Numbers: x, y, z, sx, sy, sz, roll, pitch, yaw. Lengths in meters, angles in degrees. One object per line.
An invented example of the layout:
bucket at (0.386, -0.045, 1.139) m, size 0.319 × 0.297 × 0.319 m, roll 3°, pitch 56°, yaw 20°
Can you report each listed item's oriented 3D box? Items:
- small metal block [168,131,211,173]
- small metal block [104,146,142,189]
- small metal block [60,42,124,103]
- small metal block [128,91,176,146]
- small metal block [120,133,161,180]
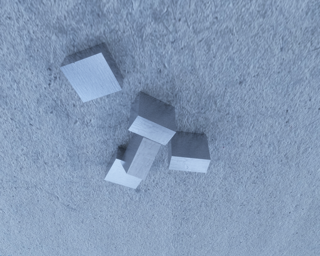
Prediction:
small metal block at (0.038, 0.031, 0.418) m, size 0.050 × 0.050 × 0.025 m, roll 6°, pitch 130°, yaw -6°
small metal block at (-0.049, 0.059, 0.457) m, size 0.050 × 0.025 × 0.050 m, roll 20°, pitch 127°, yaw -17°
small metal block at (-0.076, -0.062, 0.353) m, size 0.050 × 0.025 × 0.050 m, roll -16°, pitch 129°, yaw 13°
small metal block at (-0.009, -0.012, 0.380) m, size 0.050 × 0.050 × 0.025 m, roll 24°, pitch 126°, yaw -19°
small metal block at (-0.026, 0.034, 0.407) m, size 0.025 × 0.050 × 0.050 m, roll 24°, pitch 93°, yaw -19°
